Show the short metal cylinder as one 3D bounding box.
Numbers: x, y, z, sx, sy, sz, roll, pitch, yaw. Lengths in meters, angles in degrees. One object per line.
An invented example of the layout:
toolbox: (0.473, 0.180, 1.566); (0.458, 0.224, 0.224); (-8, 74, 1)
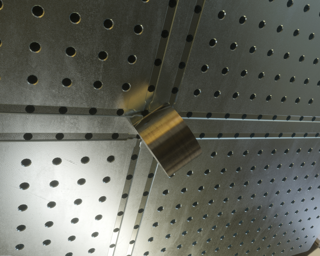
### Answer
short metal cylinder: (0.008, 0.015, 0.390); (0.050, 0.080, 0.080); (-35, 129, -6)
